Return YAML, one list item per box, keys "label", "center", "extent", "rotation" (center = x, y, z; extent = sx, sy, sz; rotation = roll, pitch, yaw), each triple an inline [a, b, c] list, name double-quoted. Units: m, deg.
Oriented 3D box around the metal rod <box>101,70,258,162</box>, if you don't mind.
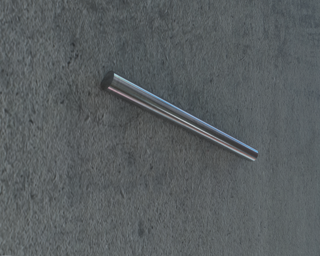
- label: "metal rod"
  center: [0.049, -0.004, 0.444]
  extent: [0.301, 0.025, 0.025]
  rotation: [25, 75, -37]
